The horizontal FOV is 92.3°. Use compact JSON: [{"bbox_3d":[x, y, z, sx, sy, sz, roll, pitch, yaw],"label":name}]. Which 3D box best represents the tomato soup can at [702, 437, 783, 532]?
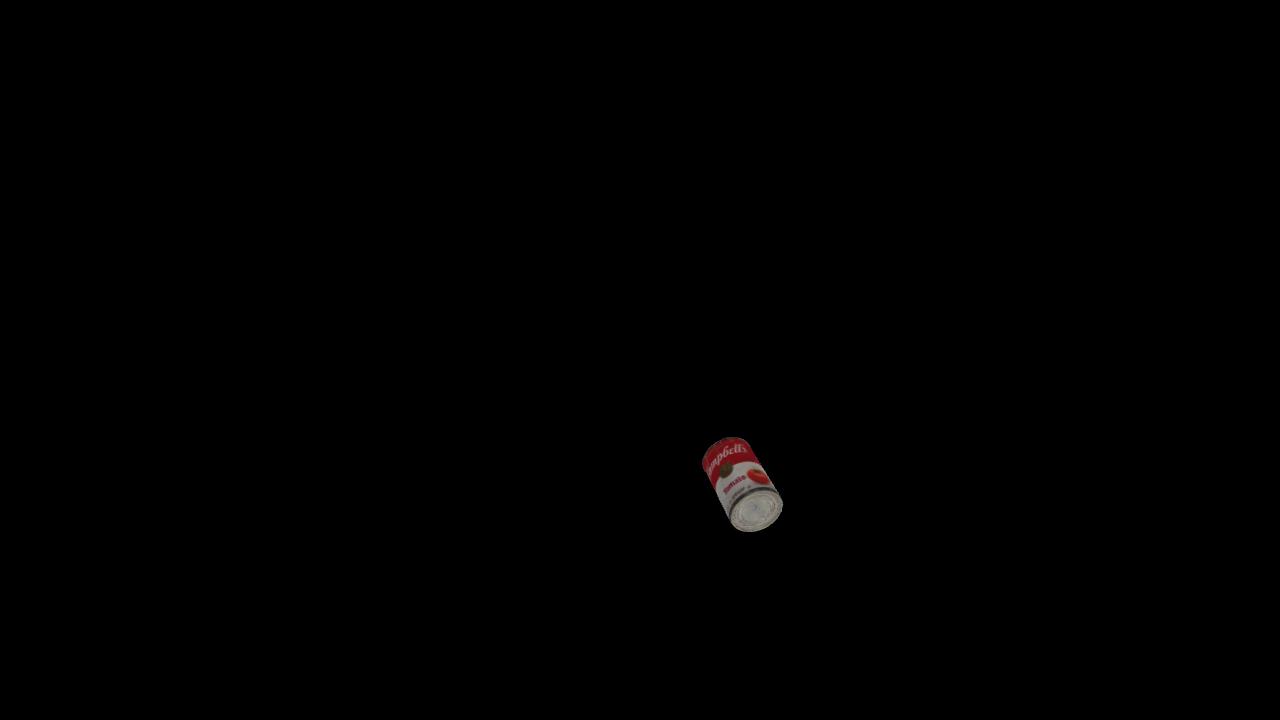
[{"bbox_3d":[0.124,0.152,0.752,0.068,0.068,0.101,0,30,-16],"label":"tomato soup can"}]
